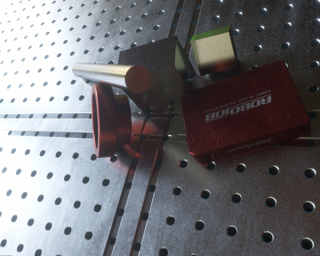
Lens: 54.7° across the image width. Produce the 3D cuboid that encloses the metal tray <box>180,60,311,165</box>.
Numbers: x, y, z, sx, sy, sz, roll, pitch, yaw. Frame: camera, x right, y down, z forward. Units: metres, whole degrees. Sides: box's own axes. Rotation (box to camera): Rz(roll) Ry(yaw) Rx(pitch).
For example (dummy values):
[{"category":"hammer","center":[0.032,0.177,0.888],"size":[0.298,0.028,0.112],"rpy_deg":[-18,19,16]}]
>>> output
[{"category":"metal tray","center":[0.095,-0.018,0.366],"size":[0.130,0.030,0.090],"rpy_deg":[-18,55,17]}]

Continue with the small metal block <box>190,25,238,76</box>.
[{"category":"small metal block","center":[0.073,-0.102,0.412],"size":[0.050,0.050,0.025],"rpy_deg":[-8,33,23]}]

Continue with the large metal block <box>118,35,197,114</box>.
[{"category":"large metal block","center":[-0.002,-0.067,0.414],"size":[0.080,0.080,0.050],"rpy_deg":[-10,58,22]}]

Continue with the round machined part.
[{"category":"round machined part","center":[-0.065,-0.010,0.413],"size":[0.042,0.097,0.098],"rpy_deg":[-3,52,-17]}]

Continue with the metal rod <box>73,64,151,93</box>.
[{"category":"metal rod","center":[-0.081,-0.073,0.412],"size":[0.025,0.025,0.300],"rpy_deg":[-50,26,-7]}]
